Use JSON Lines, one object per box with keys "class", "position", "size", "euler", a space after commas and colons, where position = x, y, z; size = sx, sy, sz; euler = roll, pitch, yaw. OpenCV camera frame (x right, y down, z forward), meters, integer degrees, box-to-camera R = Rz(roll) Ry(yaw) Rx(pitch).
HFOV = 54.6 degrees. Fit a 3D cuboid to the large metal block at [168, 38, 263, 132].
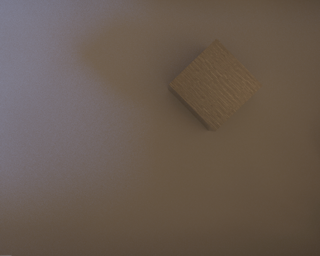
{"class": "large metal block", "position": [0.068, -0.052, 0.399], "size": [0.080, 0.050, 0.080], "euler": [-44, 90, 0]}
